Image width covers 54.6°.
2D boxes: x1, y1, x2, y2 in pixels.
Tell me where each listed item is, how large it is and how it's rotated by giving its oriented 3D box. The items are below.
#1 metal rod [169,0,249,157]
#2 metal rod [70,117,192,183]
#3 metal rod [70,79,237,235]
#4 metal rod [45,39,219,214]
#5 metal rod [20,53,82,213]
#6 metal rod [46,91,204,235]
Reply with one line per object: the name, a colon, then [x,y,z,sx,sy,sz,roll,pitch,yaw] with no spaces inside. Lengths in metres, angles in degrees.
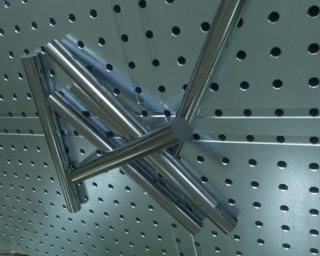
metal rod: [0.055,-0.078,0.334,0.025,0.025,0.298,28,128,10]
metal rod: [-0.062,0.042,0.424,0.025,0.025,0.299,52,142,-9]
metal rod: [-0.008,0.041,0.441,0.300,0.025,0.025,43,129,-2]
metal rod: [-0.040,-0.006,0.406,0.300,0.025,0.025,45,129,6]
metal rod: [-0.176,0.024,0.519,0.025,0.025,0.298,9,122,24]
metal rod: [-0.052,0.054,0.472,0.300,0.025,0.025,42,129,-1]
